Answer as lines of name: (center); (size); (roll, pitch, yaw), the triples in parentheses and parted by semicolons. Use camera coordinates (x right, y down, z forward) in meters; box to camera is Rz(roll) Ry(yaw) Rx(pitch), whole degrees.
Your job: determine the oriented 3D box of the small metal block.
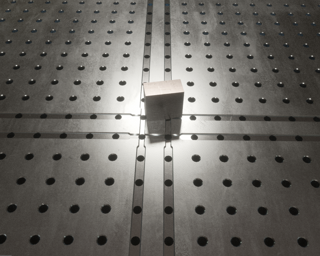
small metal block: (0.004, -0.037, 0.423); (0.050, 0.050, 0.025); (-7, 51, -6)
